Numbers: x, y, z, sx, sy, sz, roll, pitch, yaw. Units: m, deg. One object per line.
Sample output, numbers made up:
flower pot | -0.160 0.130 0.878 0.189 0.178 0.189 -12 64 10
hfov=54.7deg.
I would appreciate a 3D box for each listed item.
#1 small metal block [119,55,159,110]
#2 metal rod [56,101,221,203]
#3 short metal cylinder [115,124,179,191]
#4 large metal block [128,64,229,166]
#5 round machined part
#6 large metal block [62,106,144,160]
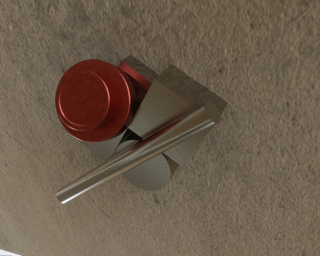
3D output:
small metal block | -0.031 -0.054 0.389 0.050 0.025 0.050 37 129 3
metal rod | -0.050 0.045 0.396 0.299 0.025 0.025 -31 101 38
short metal cylinder | -0.013 0.038 0.420 0.080 0.050 0.079 13 124 20
large metal block | 0.021 -0.015 0.371 0.080 0.050 0.079 36 129 4
round machined part | -0.081 -0.031 0.362 0.098 0.042 0.097 1 93 17
large metal block | -0.076 -0.014 0.421 0.080 0.050 0.079 36 129 3
